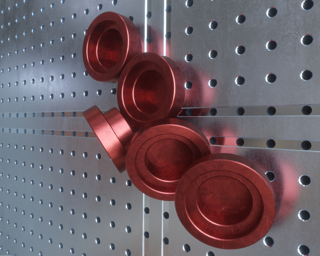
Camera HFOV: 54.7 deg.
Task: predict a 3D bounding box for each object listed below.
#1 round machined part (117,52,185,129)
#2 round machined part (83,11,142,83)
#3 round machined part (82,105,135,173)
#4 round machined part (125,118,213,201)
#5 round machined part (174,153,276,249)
[{"bbox_3d":[-0.007,-0.046,0.402,0.098,0.042,0.097,0,90,39],"label":"round machined part"},{"bbox_3d":[-0.065,-0.114,0.450,0.098,0.042,0.097,0,90,39],"label":"round machined part"},{"bbox_3d":[-0.062,0.010,0.425,0.042,0.098,0.098,-32,63,-11],"label":"round machined part"},{"bbox_3d":[0.011,0.033,0.366,0.099,0.042,0.097,1,112,2],"label":"round machined part"},{"bbox_3d":[0.068,0.072,0.325,0.098,0.042,0.097,4,105,15],"label":"round machined part"}]
